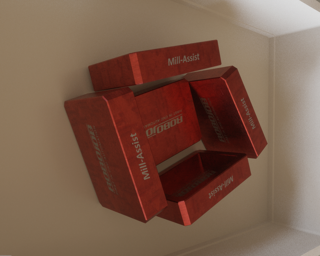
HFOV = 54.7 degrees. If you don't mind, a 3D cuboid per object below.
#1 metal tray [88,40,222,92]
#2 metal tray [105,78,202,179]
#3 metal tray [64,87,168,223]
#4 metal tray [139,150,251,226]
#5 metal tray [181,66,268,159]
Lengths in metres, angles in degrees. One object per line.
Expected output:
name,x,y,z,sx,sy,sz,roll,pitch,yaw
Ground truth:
metal tray,-0.004,-0.073,0.360,0.131,0.090,0.030,-20,103,-38
metal tray,-0.008,-0.004,0.395,0.131,0.030,0.089,-25,106,-37
metal tray,-0.048,0.027,0.323,0.030,0.090,0.129,-27,107,-37
metal tray,0.044,0.070,0.401,0.131,0.090,0.030,-26,107,-37
metal tray,0.086,-0.019,0.437,0.030,0.090,0.130,-44,117,-31
